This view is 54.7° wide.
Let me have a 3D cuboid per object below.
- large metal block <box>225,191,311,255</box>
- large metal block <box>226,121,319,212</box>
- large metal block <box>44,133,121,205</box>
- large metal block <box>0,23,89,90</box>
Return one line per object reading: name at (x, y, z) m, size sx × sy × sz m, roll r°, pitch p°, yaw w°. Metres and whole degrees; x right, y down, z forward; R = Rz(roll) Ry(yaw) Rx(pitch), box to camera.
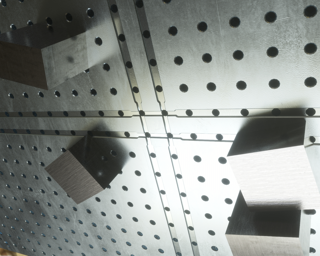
large metal block at (0.135, 0.121, 0.379) m, size 0.080 × 0.080 × 0.050 m, roll -9°, pitch 114°, yaw 32°
large metal block at (0.133, 0.046, 0.353) m, size 0.080 × 0.050 × 0.080 m, roll -14°, pitch 112°, yaw 33°
large metal block at (-0.125, 0.067, 0.500) m, size 0.080 × 0.050 × 0.080 m, roll -33°, pitch 100°, yaw 38°
large metal block at (-0.151, -0.094, 0.395) m, size 0.080 × 0.080 × 0.050 m, roll 15°, pitch 125°, yaw 19°
